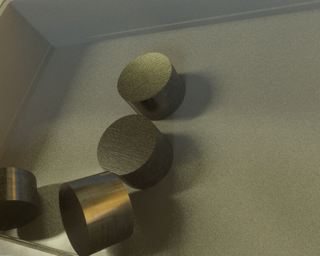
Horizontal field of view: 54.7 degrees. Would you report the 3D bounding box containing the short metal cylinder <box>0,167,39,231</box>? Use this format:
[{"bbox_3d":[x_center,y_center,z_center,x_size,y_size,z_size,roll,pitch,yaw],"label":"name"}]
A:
[{"bbox_3d":[-0.208,0.097,0.418,0.080,0.080,0.050,-30,52,9],"label":"short metal cylinder"}]

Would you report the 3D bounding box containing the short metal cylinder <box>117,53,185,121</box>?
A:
[{"bbox_3d":[-0.011,-0.057,0.429,0.080,0.050,0.080,-13,56,20],"label":"short metal cylinder"}]

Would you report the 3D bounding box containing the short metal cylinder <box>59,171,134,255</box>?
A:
[{"bbox_3d":[-0.072,0.092,0.340,0.050,0.079,0.080,-12,40,-35],"label":"short metal cylinder"}]

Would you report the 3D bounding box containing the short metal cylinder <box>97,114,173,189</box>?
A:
[{"bbox_3d":[-0.030,0.030,0.386,0.080,0.050,0.080,-13,56,20],"label":"short metal cylinder"}]
